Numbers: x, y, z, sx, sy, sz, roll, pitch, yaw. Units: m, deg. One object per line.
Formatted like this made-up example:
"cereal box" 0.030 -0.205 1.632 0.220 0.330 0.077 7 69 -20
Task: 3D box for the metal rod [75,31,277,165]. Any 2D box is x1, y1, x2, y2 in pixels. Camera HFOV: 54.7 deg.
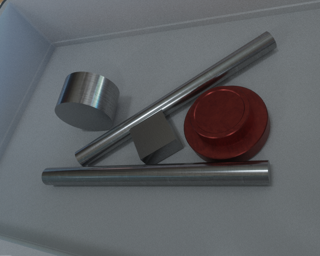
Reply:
"metal rod" 0.016 -0.035 0.416 0.300 0.025 0.025 -32 52 7

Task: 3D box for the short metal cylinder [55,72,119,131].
"short metal cylinder" -0.103 -0.036 0.443 0.080 0.080 0.050 -5 60 25

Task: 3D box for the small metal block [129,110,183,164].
"small metal block" -0.006 0.014 0.396 0.050 0.025 0.050 -31 52 8

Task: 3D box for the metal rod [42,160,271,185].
"metal rod" -0.024 0.057 0.380 0.301 0.025 0.025 -5 60 25

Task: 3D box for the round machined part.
"round machined part" 0.073 -0.010 0.358 0.098 0.042 0.098 -13 56 20
